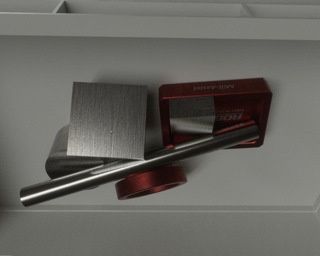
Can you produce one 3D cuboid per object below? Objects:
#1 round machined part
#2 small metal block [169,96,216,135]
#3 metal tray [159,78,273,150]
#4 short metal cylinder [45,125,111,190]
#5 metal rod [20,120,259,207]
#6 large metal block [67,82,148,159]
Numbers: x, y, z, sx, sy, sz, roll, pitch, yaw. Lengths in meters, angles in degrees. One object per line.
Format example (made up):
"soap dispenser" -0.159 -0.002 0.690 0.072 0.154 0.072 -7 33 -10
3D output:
"round machined part" -0.015 0.067 0.432 0.099 0.042 0.098 -14 164 -4
"small metal block" 0.037 -0.014 0.368 0.050 0.025 0.050 -3 156 3
"metal tray" 0.067 -0.014 0.392 0.131 0.030 0.089 -4 130 2
"short metal cylinder" -0.108 0.040 0.422 0.081 0.050 0.079 0 130 0
"metal rod" -0.024 0.044 0.390 0.302 0.025 0.025 -16 129 -1
"large metal block" -0.056 -0.006 0.355 0.081 0.080 0.050 3 172 -2
